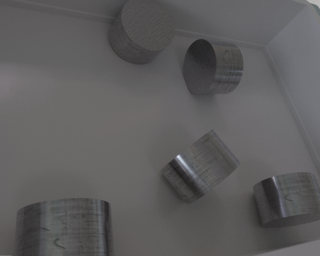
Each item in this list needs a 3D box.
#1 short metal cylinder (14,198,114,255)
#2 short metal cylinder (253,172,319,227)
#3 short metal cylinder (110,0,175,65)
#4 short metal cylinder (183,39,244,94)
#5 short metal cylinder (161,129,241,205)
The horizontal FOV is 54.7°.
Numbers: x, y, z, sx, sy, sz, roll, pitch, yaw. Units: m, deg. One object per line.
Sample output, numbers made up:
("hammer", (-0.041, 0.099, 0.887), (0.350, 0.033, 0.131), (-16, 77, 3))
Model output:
("short metal cylinder", (-0.081, 0.097, 0.268), (0.081, 0.080, 0.050), (5, 60, -26))
("short metal cylinder", (0.167, 0.095, 0.402), (0.081, 0.080, 0.050), (8, 59, -24))
("short metal cylinder", (-0.026, -0.139, 0.447), (0.081, 0.050, 0.080), (7, 75, -26))
("short metal cylinder", (0.079, -0.091, 0.468), (0.050, 0.080, 0.080), (-4, 64, -30))
("short metal cylinder", (0.047, 0.046, 0.368), (0.081, 0.080, 0.050), (-32, 80, -38))
